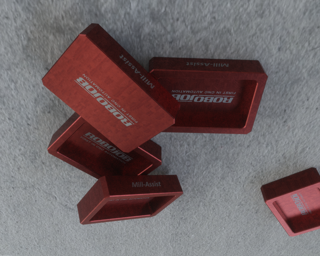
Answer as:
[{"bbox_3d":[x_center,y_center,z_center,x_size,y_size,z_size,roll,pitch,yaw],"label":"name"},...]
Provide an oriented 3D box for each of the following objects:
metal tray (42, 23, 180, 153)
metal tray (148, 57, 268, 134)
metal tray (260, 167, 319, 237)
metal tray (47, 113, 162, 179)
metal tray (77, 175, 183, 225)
[{"bbox_3d":[-0.053,-0.038,0.345,0.130,0.030,0.090,43,129,-18],"label":"metal tray"},{"bbox_3d":[0.051,-0.037,0.373,0.131,0.030,0.089,1,130,-2],"label":"metal tray"},{"bbox_3d":[0.236,0.128,0.516,0.090,0.030,0.130,-27,126,20],"label":"metal tray"},{"bbox_3d":[-0.073,0.030,0.428,0.130,0.030,0.090,35,122,-27],"label":"metal tray"},{"bbox_3d":[-0.042,0.104,0.453,0.131,0.030,0.090,6,140,-37],"label":"metal tray"}]
